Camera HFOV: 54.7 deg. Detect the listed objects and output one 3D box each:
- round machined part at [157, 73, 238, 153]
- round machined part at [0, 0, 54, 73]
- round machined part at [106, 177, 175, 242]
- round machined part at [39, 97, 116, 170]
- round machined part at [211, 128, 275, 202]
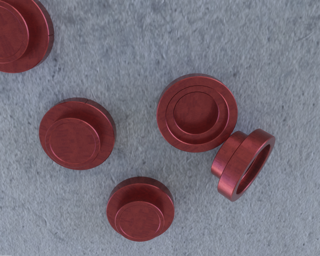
[{"bbox_3d":[0.045,-0.021,0.394,0.099,0.042,0.097,0,110,-1],"label":"round machined part"},{"bbox_3d":[-0.178,-0.112,0.357,0.099,0.042,0.097,0,110,-1],"label":"round machined part"},{"bbox_3d":[-0.028,0.123,0.446,0.099,0.042,0.097,0,110,-1],"label":"round machined part"},{"bbox_3d":[-0.109,0.012,0.404,0.099,0.042,0.097,0,110,-1],"label":"round machined part"},{"bbox_3d":[0.103,0.042,0.399,0.042,0.099,0.097,34,111,28],"label":"round machined part"}]
